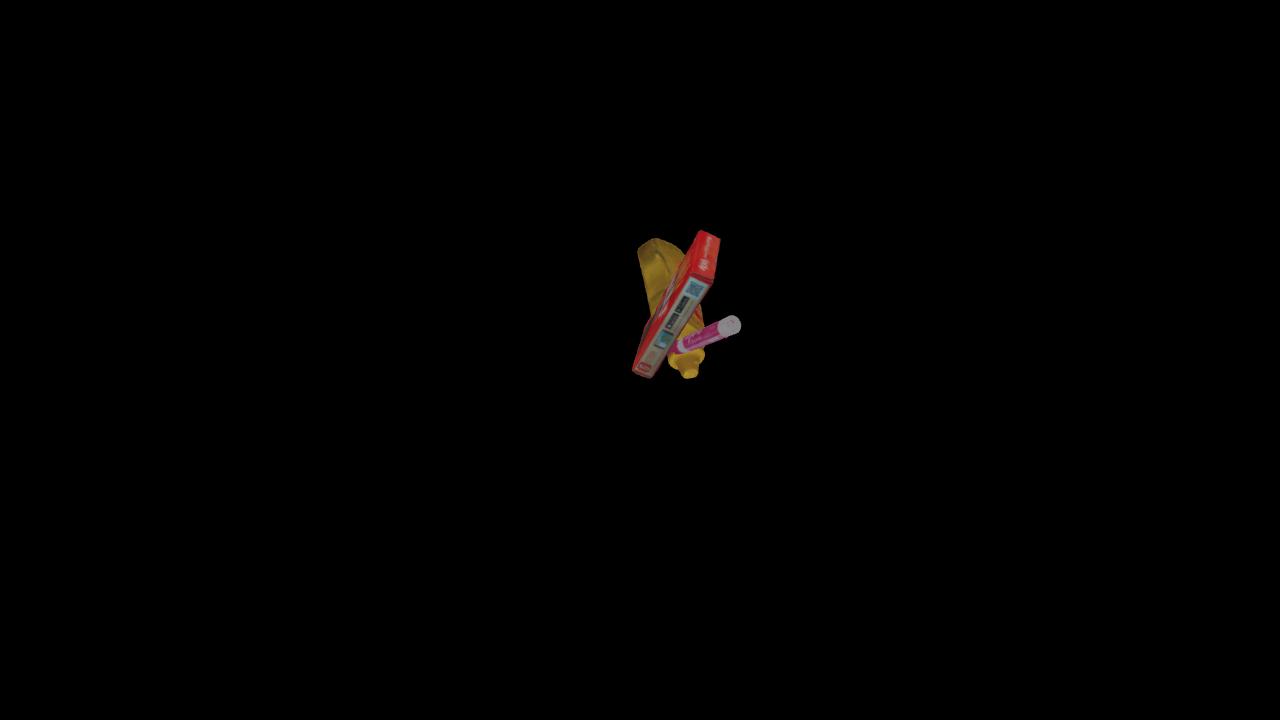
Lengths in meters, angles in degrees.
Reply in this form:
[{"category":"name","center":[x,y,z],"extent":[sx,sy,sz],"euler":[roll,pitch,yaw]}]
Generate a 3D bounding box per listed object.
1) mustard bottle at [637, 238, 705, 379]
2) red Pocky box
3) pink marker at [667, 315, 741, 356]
[{"category":"mustard bottle","center":[0.043,-0.055,0.732],"extent":[0.054,0.184,0.092],"euler":[-24,-39,19]},{"category":"red Pocky box","center":[0.038,-0.058,0.663],"extent":[0.028,0.083,0.155],"euler":[25,-48,-7]},{"category":"pink marker","center":[0.062,-0.022,0.649],"extent":[0.020,0.020,0.121],"euler":[0,-12,-29]}]
